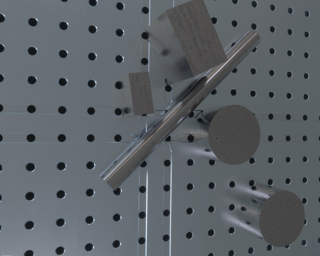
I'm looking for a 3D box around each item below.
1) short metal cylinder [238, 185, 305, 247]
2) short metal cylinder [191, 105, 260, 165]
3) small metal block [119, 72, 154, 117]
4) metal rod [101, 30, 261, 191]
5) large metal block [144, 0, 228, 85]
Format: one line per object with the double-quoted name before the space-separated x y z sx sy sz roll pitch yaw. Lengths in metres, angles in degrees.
"short metal cylinder" 0.165 0.128 0.461 0.081 0.050 0.079 0 90 -20
"short metal cylinder" 0.091 0.009 0.433 0.081 0.050 0.079 0 90 -20
"small metal block" -0.030 -0.041 0.388 0.025 0.050 0.050 -9 93 -20
"metal rod" 0.037 -0.033 0.426 0.301 0.025 0.025 -45 104 -15
"large metal block" 0.030 -0.106 0.395 0.050 0.080 0.080 -28 100 -18
